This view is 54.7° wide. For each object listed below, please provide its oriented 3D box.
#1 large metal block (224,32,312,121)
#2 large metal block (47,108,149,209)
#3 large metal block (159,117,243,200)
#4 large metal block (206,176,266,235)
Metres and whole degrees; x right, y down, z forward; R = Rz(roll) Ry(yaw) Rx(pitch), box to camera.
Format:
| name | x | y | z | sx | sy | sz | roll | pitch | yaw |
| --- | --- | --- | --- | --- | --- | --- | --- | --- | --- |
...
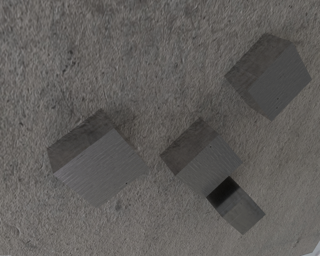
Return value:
| name | x | y | z | sx | sy | sz | roll | pitch | yaw |
| --- | --- | --- | --- | --- | --- | --- | --- | --- | --- |
| large metal block | 0.150 | -0.070 | 0.429 | 0.080 | 0.050 | 0.080 | -47 | 129 | 5 |
| large metal block | -0.073 | 0.037 | 0.373 | 0.080 | 0.050 | 0.080 | -38 | 129 | -3 |
| large metal block | 0.061 | 0.045 | 0.452 | 0.080 | 0.050 | 0.080 | -44 | 129 | 2 |
| large metal block | 0.114 | 0.115 | 0.504 | 0.050 | 0.080 | 0.080 | -44 | 129 | 2 |
